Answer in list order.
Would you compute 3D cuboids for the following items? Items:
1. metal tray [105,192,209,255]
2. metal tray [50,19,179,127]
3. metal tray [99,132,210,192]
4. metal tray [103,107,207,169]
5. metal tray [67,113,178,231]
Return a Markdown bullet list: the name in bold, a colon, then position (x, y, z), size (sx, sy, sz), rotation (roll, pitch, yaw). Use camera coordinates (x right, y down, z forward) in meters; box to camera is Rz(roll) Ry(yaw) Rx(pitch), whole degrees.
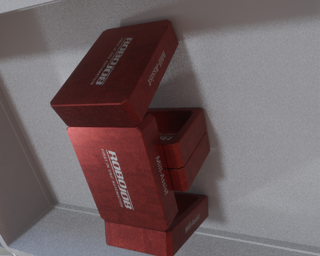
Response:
- **metal tray**: position (0.001, 0.119, 0.410), size (0.090, 0.131, 0.030), rotation (0, 97, 27)
- **metal tray**: position (-0.043, -0.060, 0.324), size (0.090, 0.130, 0.030), rotation (1, 139, 27)
- **metal tray**: position (-0.012, 0.035, 0.394), size (0.130, 0.090, 0.030), rotation (1, 119, 27)
- **metal tray**: position (-0.019, 0.008, 0.380), size (0.130, 0.090, 0.030), rotation (1, 119, 27)
- **metal tray**: position (-0.038, 0.048, 0.336), size (0.090, 0.030, 0.129), rotation (0, 119, 27)
